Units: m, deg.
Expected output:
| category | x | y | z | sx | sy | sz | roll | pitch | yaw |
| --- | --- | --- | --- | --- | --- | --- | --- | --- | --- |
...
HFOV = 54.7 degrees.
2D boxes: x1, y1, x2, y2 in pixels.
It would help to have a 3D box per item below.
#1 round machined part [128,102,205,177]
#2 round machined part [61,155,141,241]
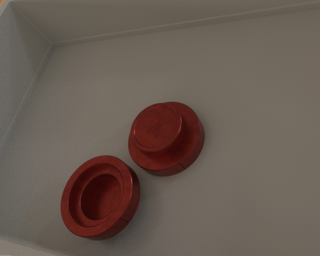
| category | x | y | z | sx | sy | sz | roll | pitch | yaw |
| --- | --- | --- | --- | --- | --- | --- | --- | --- | --- |
| round machined part | 0.003 | 0.008 | 0.388 | 0.098 | 0.042 | 0.098 | -13 | 56 | 20 |
| round machined part | -0.067 | 0.086 | 0.376 | 0.098 | 0.042 | 0.098 | -13 | 56 | 20 |
